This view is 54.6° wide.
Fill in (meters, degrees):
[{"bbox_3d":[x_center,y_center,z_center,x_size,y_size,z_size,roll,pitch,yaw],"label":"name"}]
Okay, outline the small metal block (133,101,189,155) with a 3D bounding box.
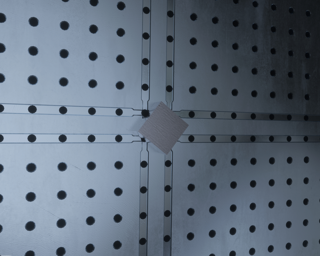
[{"bbox_3d":[0.001,0.000,0.413,0.050,0.025,0.050,40,77,-16],"label":"small metal block"}]
